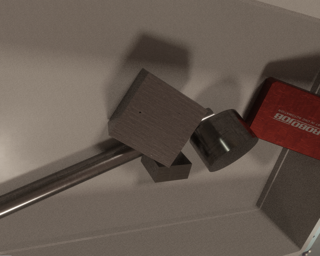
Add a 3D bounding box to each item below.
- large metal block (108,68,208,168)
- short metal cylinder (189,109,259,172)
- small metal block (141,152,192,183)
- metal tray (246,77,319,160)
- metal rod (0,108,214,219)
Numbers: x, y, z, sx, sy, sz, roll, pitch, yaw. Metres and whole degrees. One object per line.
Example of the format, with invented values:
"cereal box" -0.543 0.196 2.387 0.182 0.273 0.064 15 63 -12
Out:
"large metal block" -0.005 -0.013 0.365 0.080 0.050 0.080 31 99 -18
"short metal cylinder" 0.089 0.018 0.434 0.080 0.050 0.080 -27 156 -13
"small metal block" 0.008 0.048 0.428 0.050 0.050 0.025 -2 120 -28
"metal tray" 0.208 -0.014 0.475 0.131 0.030 0.089 20 111 -5
"metal rod" -0.062 0.040 0.400 0.302 0.025 0.025 -23 127 -15
